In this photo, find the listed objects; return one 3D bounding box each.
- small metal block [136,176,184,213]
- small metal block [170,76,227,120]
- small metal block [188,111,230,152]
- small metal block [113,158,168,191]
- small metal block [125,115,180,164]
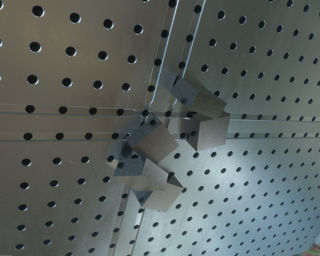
[{"bbox_3d":[0.000,0.098,0.474,0.050,0.025,0.050,25,105,-37],"label":"small metal block"},{"bbox_3d":[0.049,-0.039,0.400,0.050,0.050,0.025,17,109,-35],"label":"small metal block"},{"bbox_3d":[0.071,0.002,0.454,0.050,0.025,0.050,-12,124,-22],"label":"small metal block"},{"bbox_3d":[-0.025,0.064,0.420,0.050,0.050,0.025,42,52,-40],"label":"small metal block"},{"bbox_3d":[-0.010,0.019,0.419,0.050,0.025,0.050,-39,130,-2],"label":"small metal block"}]
